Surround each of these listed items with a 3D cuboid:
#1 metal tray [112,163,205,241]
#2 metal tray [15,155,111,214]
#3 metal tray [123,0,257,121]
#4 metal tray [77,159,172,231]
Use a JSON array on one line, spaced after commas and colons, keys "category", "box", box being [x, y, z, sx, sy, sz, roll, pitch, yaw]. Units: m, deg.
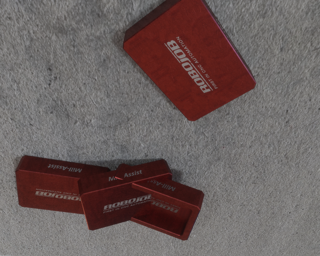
[{"category": "metal tray", "box": [-0.009, 0.112, 0.463, 0.131, 0.030, 0.089, 18, 130, 7]}, {"category": "metal tray", "box": [-0.149, 0.092, 0.481, 0.131, 0.030, 0.089, 10, 130, -9]}, {"category": "metal tray", "box": [0.035, -0.075, 0.341, 0.090, 0.030, 0.130, -30, 124, 23]}, {"category": "metal tray", "box": [-0.049, 0.101, 0.464, 0.131, 0.030, 0.089, -12, 132, -14]}]
